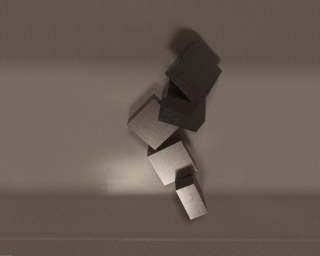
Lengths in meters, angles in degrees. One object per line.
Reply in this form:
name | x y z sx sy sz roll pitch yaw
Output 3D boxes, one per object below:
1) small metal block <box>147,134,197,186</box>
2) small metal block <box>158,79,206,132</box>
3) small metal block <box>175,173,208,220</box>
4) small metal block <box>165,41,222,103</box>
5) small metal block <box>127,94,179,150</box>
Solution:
small metal block | 0.017 0.044 0.428 0.050 0.025 0.050 -27 108 9
small metal block | 0.028 -0.028 0.383 0.050 0.050 0.025 18 142 -12
small metal block | 0.042 0.089 0.432 0.025 0.050 0.050 -23 109 8
small metal block | 0.041 -0.067 0.372 0.050 0.050 0.025 45 144 -15
small metal block | -0.007 -0.008 0.408 0.050 0.025 0.050 42 104 -14
